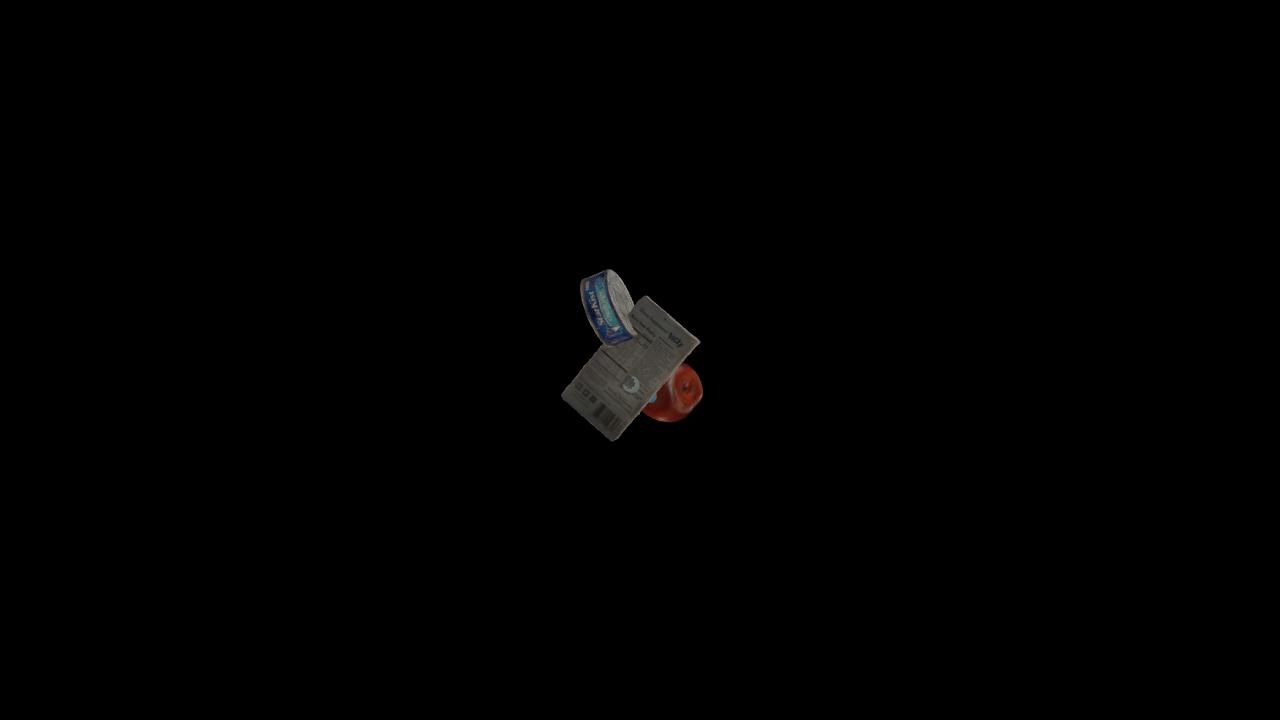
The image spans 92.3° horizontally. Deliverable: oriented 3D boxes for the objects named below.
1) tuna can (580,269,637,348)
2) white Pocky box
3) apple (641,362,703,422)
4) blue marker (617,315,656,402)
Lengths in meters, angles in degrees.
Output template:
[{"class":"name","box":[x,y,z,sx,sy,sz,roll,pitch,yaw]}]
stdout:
[{"class":"tuna can","box":[-0.032,-0.058,0.691,0.034,0.084,0.084,-20,-6,16]},{"class":"white Pocky box","box":[-0.012,0.010,0.706,0.084,0.154,0.028,41,8,7]},{"class":"apple","box":[0.032,0.038,0.764,0.079,0.079,0.093,0,-8,-36]},{"class":"blue marker","box":[0.017,0.044,0.742,0.020,0.020,0.121,0,-17,30]}]
